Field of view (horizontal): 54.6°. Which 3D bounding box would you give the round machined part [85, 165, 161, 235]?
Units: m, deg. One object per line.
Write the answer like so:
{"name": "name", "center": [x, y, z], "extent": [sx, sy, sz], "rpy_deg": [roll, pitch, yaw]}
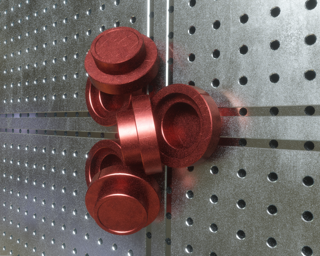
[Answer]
{"name": "round machined part", "center": [-0.049, 0.099, 0.402], "extent": [0.099, 0.042, 0.097], "rpy_deg": [1, 117, 1]}

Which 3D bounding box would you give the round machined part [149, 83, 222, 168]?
{"name": "round machined part", "center": [0.031, -0.003, 0.373], "extent": [0.098, 0.042, 0.097], "rpy_deg": [0, 90, 40]}

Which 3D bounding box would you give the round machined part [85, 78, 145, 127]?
{"name": "round machined part", "center": [-0.061, -0.051, 0.449], "extent": [0.098, 0.042, 0.097], "rpy_deg": [0, 90, 40]}

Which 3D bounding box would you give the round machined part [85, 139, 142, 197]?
{"name": "round machined part", "center": [-0.062, 0.065, 0.450], "extent": [0.098, 0.042, 0.097], "rpy_deg": [0, 90, 40]}

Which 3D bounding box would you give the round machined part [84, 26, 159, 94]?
{"name": "round machined part", "center": [-0.051, -0.094, 0.406], "extent": [0.098, 0.042, 0.098], "rpy_deg": [-4, 56, 6]}

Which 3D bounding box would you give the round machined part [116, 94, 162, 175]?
{"name": "round machined part", "center": [-0.027, 0.010, 0.382], "extent": [0.042, 0.098, 0.098], "rpy_deg": [-10, 81, -3]}
